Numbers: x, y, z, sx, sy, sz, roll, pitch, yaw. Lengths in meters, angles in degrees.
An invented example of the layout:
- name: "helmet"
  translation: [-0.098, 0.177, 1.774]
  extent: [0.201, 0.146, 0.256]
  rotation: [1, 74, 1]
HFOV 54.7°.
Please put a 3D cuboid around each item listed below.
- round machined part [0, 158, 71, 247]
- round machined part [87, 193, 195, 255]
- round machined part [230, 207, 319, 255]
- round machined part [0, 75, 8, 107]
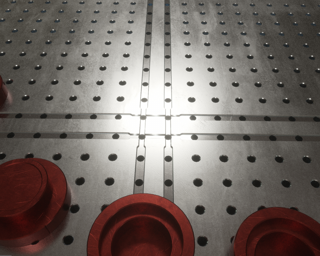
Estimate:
- name: "round machined part"
  translation: [-0.150, 0.072, 0.334]
  extent: [0.099, 0.042, 0.098]
  rotation: [0, 50, 0]
- name: "round machined part"
  translation: [-0.017, 0.117, 0.298]
  extent: [0.099, 0.042, 0.098]
  rotation: [0, 50, 0]
- name: "round machined part"
  translation: [0.115, 0.128, 0.290]
  extent: [0.099, 0.042, 0.098]
  rotation: [0, 50, 0]
- name: "round machined part"
  translation: [-0.276, -0.056, 0.440]
  extent: [0.099, 0.042, 0.098]
  rotation: [0, 50, 0]
